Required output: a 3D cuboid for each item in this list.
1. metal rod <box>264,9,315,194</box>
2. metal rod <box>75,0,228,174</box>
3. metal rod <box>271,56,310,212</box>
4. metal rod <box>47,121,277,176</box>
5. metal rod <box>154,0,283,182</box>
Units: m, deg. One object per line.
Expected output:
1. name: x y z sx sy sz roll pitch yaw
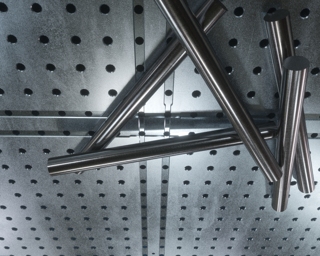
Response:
1. metal rod: 0.176 -0.010 0.405 0.025 0.025 0.299 -18 128 14
2. metal rod: -0.032 -0.033 0.382 0.025 0.025 0.299 30 124 -23
3. metal rod: 0.170 0.033 0.420 0.025 0.025 0.299 -10 136 8
4. metal rod: 0.004 0.027 0.413 0.302 0.025 0.025 -9 130 -1
5. metal rod: 0.077 -0.033 0.348 0.025 0.025 0.300 -26 125 20
